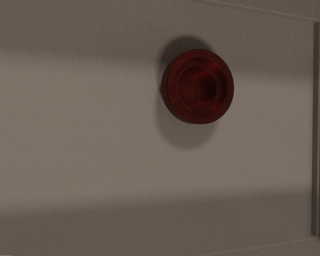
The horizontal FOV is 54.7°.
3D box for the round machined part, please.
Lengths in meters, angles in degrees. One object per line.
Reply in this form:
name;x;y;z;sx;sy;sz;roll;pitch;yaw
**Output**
round machined part;0.047;-0.054;0.420;0.099;0.042;0.097;0;90;-21
